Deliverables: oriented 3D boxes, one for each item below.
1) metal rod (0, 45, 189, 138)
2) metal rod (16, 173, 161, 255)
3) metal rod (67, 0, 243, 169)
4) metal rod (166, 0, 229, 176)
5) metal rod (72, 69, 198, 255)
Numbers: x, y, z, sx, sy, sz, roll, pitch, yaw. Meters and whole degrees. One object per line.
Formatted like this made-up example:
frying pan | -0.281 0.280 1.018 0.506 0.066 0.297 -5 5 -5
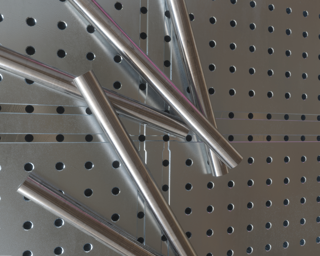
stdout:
metal rod | -0.098 -0.049 0.376 0.302 0.025 0.025 21 83 -19
metal rod | -0.043 0.151 0.397 0.301 0.025 0.025 38 78 -16
metal rod | -0.001 -0.060 0.397 0.300 0.025 0.025 46 76 -9
metal rod | 0.048 -0.078 0.431 0.025 0.025 0.298 -17 96 -20
metal rod | -0.020 0.066 0.391 0.025 0.025 0.299 -33 107 -17
